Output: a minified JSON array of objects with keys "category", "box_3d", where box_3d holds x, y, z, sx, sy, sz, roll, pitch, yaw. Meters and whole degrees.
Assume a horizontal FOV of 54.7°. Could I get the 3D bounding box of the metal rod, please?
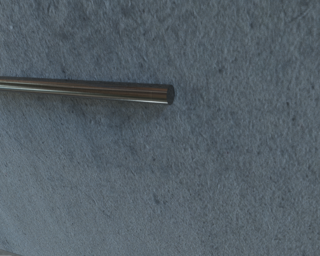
[{"category":"metal rod","box_3d":[-0.123,-0.056,0.435,0.301,0.025,0.025,7,121,24]}]
